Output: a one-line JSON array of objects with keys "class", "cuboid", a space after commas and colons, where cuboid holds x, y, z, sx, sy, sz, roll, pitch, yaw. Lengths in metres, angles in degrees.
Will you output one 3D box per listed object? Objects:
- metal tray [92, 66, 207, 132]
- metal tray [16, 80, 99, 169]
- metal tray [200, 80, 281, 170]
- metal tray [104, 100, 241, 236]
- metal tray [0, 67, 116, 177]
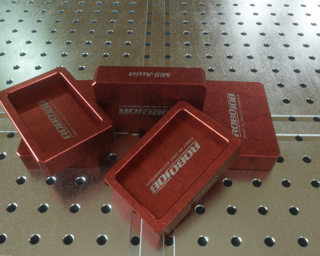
[{"class": "metal tray", "cuboid": [-0.012, -0.033, 0.392, 0.131, 0.089, 0.030, 1, 50, 0]}, {"class": "metal tray", "cuboid": [-0.123, -0.009, 0.411, 0.091, 0.030, 0.130, -1, 51, -1]}, {"class": "metal tray", "cuboid": [0.098, -0.008, 0.411, 0.091, 0.030, 0.130, 2, 50, 1]}, {"class": "metal tray", "cuboid": [0.015, 0.041, 0.346, 0.090, 0.030, 0.130, 39, 77, 27]}, {"class": "metal tray", "cuboid": [-0.125, -0.014, 0.373, 0.091, 0.030, 0.130, -31, 57, -24]}]
